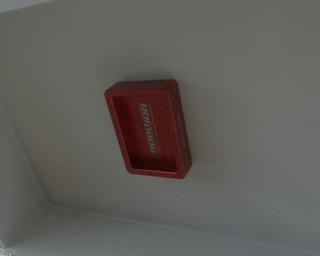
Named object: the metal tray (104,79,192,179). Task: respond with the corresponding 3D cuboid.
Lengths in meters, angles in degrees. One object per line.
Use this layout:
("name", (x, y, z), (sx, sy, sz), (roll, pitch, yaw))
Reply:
("metal tray", (-0.013, 0.003, 0.409), (0.090, 0.030, 0.129), (1, 119, 26))
